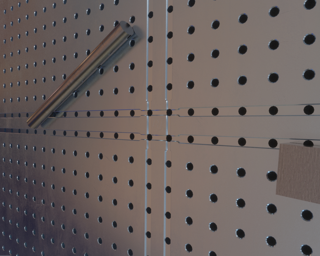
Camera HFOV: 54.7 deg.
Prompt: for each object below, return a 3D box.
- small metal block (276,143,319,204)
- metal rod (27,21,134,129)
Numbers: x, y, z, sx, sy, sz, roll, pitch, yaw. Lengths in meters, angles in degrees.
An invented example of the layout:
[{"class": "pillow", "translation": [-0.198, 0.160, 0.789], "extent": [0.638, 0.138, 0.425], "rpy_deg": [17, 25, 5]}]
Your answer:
[{"class": "small metal block", "translation": [0.141, 0.042, 0.293], "extent": [0.050, 0.025, 0.050], "rpy_deg": [6, 94, 39]}, {"class": "metal rod", "translation": [-0.150, -0.077, 0.533], "extent": [0.299, 0.025, 0.025], "rpy_deg": [-33, 70, 35]}]
